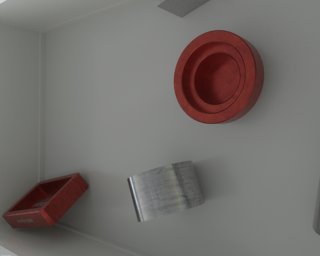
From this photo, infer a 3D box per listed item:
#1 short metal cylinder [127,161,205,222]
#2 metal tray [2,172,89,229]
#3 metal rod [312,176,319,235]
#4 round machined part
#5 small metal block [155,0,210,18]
[{"bbox_3d":[0.007,0.074,0.364,0.080,0.081,0.050,-26,74,37],"label":"short metal cylinder"},{"bbox_3d":[-0.191,0.122,0.517,0.130,0.090,0.030,-17,112,38],"label":"metal tray"},{"bbox_3d":[0.138,-0.041,0.217,0.025,0.025,0.298,16,124,38],"label":"metal rod"},{"bbox_3d":[0.067,-0.053,0.340,0.098,0.042,0.097,0,90,39],"label":"round machined part"},{"bbox_3d":[0.028,-0.160,0.366,0.050,0.050,0.025,-20,77,38],"label":"small metal block"}]
